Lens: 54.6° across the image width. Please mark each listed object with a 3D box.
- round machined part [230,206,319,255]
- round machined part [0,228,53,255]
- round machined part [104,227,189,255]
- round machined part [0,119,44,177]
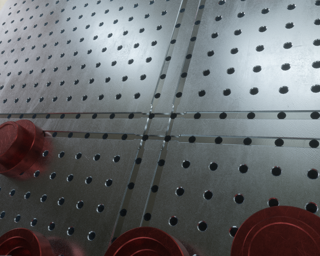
[{"bbox_3d":[0.110,0.116,0.269,0.098,0.042,0.098,-13,56,21],"label":"round machined part"},{"bbox_3d":[-0.170,0.177,0.380,0.098,0.042,0.098,-13,56,21],"label":"round machined part"},{"bbox_3d":[-0.011,0.153,0.310,0.098,0.042,0.098,-13,56,21],"label":"round machined part"},{"bbox_3d":[-0.245,0.027,0.511,0.098,0.042,0.098,-13,56,21],"label":"round machined part"}]
